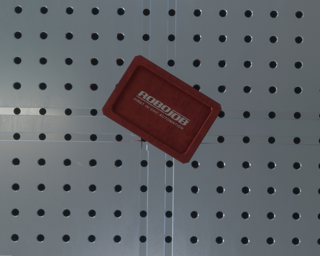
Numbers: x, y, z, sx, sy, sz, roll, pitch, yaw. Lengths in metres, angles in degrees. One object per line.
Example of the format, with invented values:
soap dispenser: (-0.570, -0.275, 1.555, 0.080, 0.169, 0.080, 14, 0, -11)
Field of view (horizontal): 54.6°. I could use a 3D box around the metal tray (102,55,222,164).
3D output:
metal tray: (0.002, -0.024, 0.410, 0.130, 0.030, 0.090, 32, 90, 0)
